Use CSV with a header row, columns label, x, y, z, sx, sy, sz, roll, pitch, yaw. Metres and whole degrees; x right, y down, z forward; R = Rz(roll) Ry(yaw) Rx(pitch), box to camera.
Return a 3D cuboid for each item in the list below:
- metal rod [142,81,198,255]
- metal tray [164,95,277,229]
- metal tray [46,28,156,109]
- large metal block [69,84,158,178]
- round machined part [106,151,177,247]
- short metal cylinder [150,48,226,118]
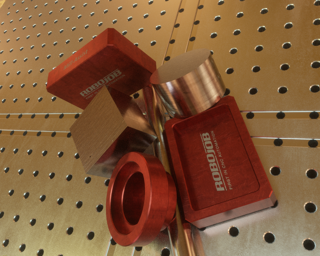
label,x,y,z,sx,sy,sz,roll,pitch,yaw
metal rod,0.003,0.023,0.387,0.025,0.025,0.299,-23,53,14
metal tray,0.061,0.034,0.347,0.090,0.030,0.130,-22,53,14
metal tray,-0.081,-0.071,0.430,0.130,0.090,0.030,-25,53,31
large metal block,-0.062,0.006,0.393,0.080,0.050,0.080,-48,49,18
round machined part,-0.018,0.077,0.337,0.098,0.042,0.098,-27,56,50
short metal cylinder,0.034,-0.056,0.385,0.080,0.050,0.080,-24,27,13
